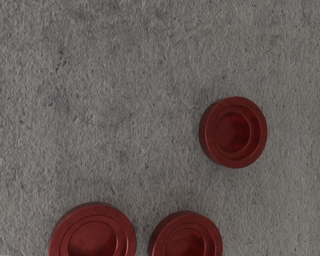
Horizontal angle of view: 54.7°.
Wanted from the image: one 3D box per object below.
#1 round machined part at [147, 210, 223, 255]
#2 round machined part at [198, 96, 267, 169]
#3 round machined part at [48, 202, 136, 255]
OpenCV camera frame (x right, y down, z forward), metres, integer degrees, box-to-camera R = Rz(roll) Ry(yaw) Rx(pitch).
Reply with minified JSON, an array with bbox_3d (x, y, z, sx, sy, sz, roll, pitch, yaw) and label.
[{"bbox_3d":[0.030,0.158,0.411,0.099,0.042,0.097,0,90,-20],"label":"round machined part"},{"bbox_3d":[0.097,0.006,0.436,0.099,0.042,0.097,0,90,-20],"label":"round machined part"},{"bbox_3d":[-0.081,0.137,0.370,0.099,0.042,0.097,0,90,-20],"label":"round machined part"}]
